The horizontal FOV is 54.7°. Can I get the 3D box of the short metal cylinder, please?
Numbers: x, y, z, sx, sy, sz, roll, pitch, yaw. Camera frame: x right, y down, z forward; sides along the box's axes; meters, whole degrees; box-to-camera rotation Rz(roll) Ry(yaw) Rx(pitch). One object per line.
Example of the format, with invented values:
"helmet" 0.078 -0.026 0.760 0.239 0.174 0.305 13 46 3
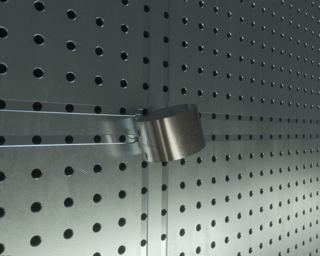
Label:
"short metal cylinder" 0.012 0.004 0.386 0.081 0.080 0.050 -23 105 -38
